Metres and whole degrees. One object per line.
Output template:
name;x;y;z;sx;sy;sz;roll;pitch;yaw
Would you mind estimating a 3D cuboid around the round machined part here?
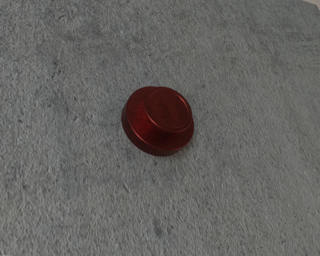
round machined part;0.003;-0.015;0.406;0.099;0.042;0.098;14;56;-21
